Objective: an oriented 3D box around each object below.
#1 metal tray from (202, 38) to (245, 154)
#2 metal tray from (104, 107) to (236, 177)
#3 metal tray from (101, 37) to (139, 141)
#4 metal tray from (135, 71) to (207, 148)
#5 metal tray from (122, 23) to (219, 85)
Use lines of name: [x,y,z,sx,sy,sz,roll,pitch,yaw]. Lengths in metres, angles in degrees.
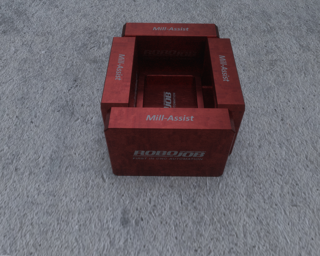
metal tray: [0.075,-0.042,0.398,0.030,0.089,0.130,1,50,0]
metal tray: [0.010,0.018,0.346,0.131,0.089,0.030,1,50,0]
metal tray: [-0.047,-0.044,0.398,0.030,0.089,0.130,1,50,0]
metal tray: [0.014,-0.024,0.422,0.091,0.030,0.130,1,50,0]
metal tray: [0.014,-0.105,0.450,0.131,0.089,0.030,1,50,0]
